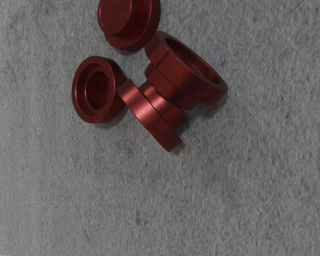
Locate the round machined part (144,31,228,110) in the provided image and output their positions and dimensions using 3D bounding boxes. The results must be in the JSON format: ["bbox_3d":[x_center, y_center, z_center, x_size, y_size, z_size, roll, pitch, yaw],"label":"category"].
[{"bbox_3d":[0.022,-0.057,0.335,0.042,0.099,0.098,-49,61,23],"label":"round machined part"}]

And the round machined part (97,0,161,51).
[{"bbox_3d":[-0.050,-0.160,0.433,0.098,0.042,0.097,0,90,39],"label":"round machined part"}]

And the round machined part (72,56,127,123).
[{"bbox_3d":[-0.085,-0.055,0.462,0.098,0.042,0.097,0,90,39],"label":"round machined part"}]

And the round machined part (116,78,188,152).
[{"bbox_3d":[-0.004,-0.022,0.367,0.042,0.098,0.098,-40,63,2],"label":"round machined part"}]
